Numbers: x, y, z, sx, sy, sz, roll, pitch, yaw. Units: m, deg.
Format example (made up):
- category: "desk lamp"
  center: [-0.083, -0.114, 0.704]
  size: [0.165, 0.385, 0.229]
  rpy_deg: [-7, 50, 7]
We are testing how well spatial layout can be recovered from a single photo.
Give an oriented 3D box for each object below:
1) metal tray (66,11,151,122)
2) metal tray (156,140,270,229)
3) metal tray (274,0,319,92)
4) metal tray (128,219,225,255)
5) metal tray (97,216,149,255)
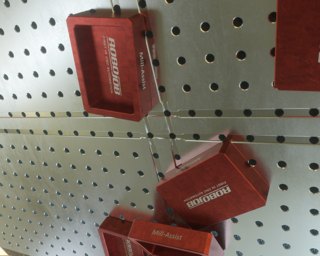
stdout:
- category: "metal tray"
  center: [-0.062, -0.077, 0.393]
  size: [0.090, 0.030, 0.129]
  rpy_deg: [10, 123, 22]
- category: "metal tray"
  center: [0.068, 0.083, 0.424]
  size: [0.090, 0.030, 0.129]
  rpy_deg: [49, 129, -7]
- category: "metal tray"
  center: [0.150, -0.096, 0.269]
  size: [0.090, 0.030, 0.129]
  rpy_deg: [5, 121, 25]
- category: "metal tray"
  center: [0.026, 0.183, 0.485]
  size: [0.130, 0.030, 0.090]
  rpy_deg: [1, 143, 27]
- category: "metal tray"
  center: [-0.061, 0.233, 0.584]
  size: [0.090, 0.030, 0.129]
  rpy_deg: [7, 122, 24]
